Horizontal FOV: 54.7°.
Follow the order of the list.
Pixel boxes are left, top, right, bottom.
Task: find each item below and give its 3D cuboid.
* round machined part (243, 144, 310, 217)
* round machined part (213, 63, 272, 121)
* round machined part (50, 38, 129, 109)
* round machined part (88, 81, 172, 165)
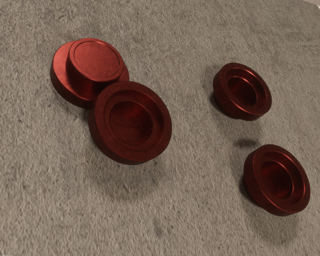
[{"bbox_3d":[0.157,0.075,0.434,0.099,0.042,0.098,14,56,-21],"label":"round machined part"},{"bbox_3d":[0.126,-0.053,0.495,0.099,0.042,0.098,14,56,-21],"label":"round machined part"},{"bbox_3d":[-0.085,-0.075,0.394,0.099,0.042,0.098,14,56,-21],"label":"round machined part"},{"bbox_3d":[-0.038,-0.003,0.369,0.099,0.042,0.098,13,64,-28],"label":"round machined part"}]
